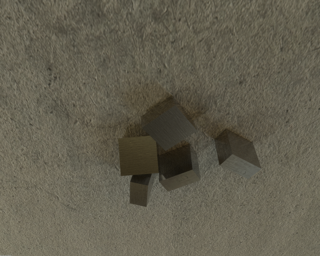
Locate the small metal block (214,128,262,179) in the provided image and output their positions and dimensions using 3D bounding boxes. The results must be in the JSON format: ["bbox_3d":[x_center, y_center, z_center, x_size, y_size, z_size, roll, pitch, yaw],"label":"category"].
[{"bbox_3d":[0.105,0.035,0.421,0.050,0.050,0.025,26,125,-21],"label":"small metal block"}]

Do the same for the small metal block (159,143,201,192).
[{"bbox_3d":[0.027,0.056,0.438,0.050,0.050,0.025,-23,126,18],"label":"small metal block"}]

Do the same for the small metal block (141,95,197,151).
[{"bbox_3d":[0.011,-0.005,0.398,0.050,0.025,0.050,-34,123,15],"label":"small metal block"}]

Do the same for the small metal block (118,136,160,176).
[{"bbox_3d":[-0.027,0.038,0.420,0.050,0.050,0.025,-5,173,5],"label":"small metal block"}]

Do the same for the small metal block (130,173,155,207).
[{"bbox_3d":[-0.025,0.078,0.454,0.025,0.050,0.050,11,131,6],"label":"small metal block"}]
